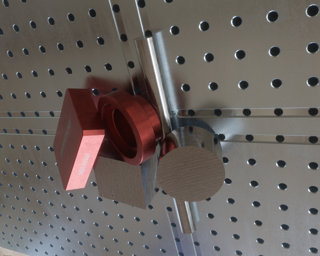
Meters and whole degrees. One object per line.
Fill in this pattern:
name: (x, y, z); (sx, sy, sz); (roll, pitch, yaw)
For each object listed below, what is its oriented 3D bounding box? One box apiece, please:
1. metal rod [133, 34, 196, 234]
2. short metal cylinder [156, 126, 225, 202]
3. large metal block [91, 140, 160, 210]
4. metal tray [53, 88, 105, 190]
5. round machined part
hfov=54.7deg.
metal rod: (0.013, 0.026, 0.421); (0.025, 0.025, 0.298); (1, 119, 28)
short metal cylinder: (0.038, 0.044, 0.385); (0.080, 0.050, 0.079); (2, 117, 4)
large metal block: (-0.049, 0.065, 0.461); (0.080, 0.050, 0.079); (10, 123, 23)
metal tray: (-0.123, 0.018, 0.452); (0.090, 0.030, 0.129); (61, 139, 35)
round machined part: (-0.036, -0.004, 0.400); (0.098, 0.042, 0.097); (36, 142, 36)
